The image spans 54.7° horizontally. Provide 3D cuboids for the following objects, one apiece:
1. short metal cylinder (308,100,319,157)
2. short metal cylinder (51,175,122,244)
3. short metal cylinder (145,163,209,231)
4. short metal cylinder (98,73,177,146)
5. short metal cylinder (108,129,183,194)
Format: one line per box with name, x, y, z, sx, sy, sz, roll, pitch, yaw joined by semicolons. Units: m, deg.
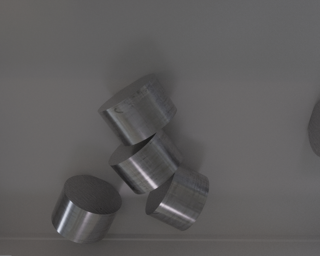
short metal cylinder;0.230;0.000;0.384;0.050;0.080;0.079;7;110;-3
short metal cylinder;-0.099;0.108;0.421;0.080;0.080;0.050;24;108;-9
short metal cylinder;0.022;0.089;0.415;0.050;0.080;0.080;29;108;-10
short metal cylinder;-0.027;-0.023;0.373;0.080;0.080;0.050;-31;107;10
short metal cylinder;-0.018;0.038;0.396;0.080;0.080;0.050;-35;107;12
